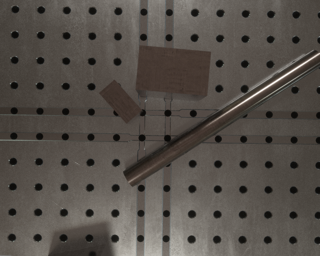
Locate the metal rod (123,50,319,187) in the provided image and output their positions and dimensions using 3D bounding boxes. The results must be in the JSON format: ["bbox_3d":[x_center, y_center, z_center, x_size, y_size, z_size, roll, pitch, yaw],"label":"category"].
[{"bbox_3d":[0.085,-0.013,0.414,0.301,0.025,0.025,-33,90,-1],"label":"metal rod"}]

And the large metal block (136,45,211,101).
[{"bbox_3d":[0.015,-0.065,0.386,0.081,0.080,0.050,5,90,-1],"label":"large metal block"}]

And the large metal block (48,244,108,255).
[{"bbox_3d":[-0.106,0.206,0.400,0.080,0.050,0.080,-11,90,-1],"label":"large metal block"}]

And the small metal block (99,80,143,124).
[{"bbox_3d":[-0.048,-0.032,0.400,0.025,0.050,0.050,-42,91,0],"label":"small metal block"}]
